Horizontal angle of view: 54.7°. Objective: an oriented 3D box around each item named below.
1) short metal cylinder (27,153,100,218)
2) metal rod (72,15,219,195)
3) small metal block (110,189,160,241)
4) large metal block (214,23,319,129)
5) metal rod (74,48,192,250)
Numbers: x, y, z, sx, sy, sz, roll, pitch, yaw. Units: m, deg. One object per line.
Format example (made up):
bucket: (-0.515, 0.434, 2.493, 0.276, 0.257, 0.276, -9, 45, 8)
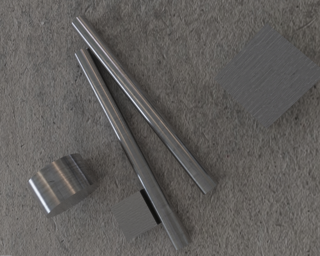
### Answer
short metal cylinder: (-0.131, 0.079, 0.426, 0.080, 0.080, 0.050, -40, 78, 16)
metal rod: (-0.027, -0.039, 0.418, 0.025, 0.025, 0.300, -42, 77, 15)
small metal block: (-0.031, 0.116, 0.420, 0.050, 0.025, 0.050, -32, 80, 17)
large metal block: (0.122, -0.055, 0.353, 0.080, 0.050, 0.080, -47, 76, 14)
metal rod: (-0.041, 0.021, 0.423, 0.025, 0.025, 0.299, -32, 80, 17)
